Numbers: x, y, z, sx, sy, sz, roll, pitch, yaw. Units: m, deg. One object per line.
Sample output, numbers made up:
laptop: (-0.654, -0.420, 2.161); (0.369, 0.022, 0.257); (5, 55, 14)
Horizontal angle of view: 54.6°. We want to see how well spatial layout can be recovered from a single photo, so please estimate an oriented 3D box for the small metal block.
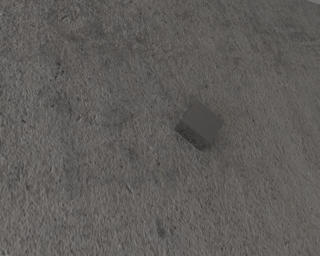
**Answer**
small metal block: (0.055, -0.004, 0.435); (0.050, 0.025, 0.050); (39, 51, -2)
